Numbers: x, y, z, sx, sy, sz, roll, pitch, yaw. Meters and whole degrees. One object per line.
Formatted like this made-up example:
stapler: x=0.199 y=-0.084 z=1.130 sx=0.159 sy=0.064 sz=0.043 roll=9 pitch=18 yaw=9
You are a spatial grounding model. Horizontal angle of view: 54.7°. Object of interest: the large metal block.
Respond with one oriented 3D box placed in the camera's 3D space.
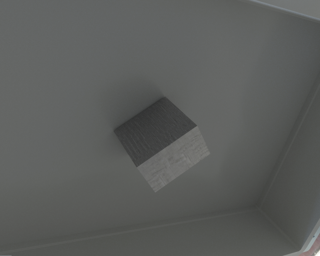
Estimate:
large metal block: x=0.001 y=0.017 z=0.382 sx=0.080 sy=0.080 sz=0.050 roll=-34 pitch=129 yaw=-6
